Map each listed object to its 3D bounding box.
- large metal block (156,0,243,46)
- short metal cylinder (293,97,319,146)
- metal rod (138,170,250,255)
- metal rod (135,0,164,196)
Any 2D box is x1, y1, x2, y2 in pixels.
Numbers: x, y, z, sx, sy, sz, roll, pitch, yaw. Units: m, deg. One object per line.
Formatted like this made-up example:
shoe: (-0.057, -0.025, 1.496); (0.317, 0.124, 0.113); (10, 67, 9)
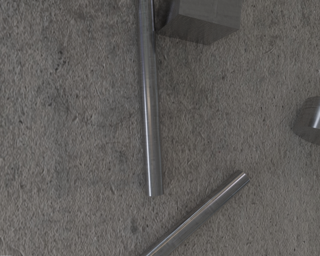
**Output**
large metal block: (0.047, -0.148, 0.397); (0.081, 0.080, 0.050); (6, 88, -20)
short metal cylinder: (0.254, -0.007, 0.474); (0.080, 0.080, 0.050); (28, 81, -18)
metal rod: (0.006, 0.157, 0.411); (0.301, 0.025, 0.025); (-37, 102, -16)
metal rod: (-0.015, -0.062, 0.403); (0.025, 0.025, 0.298); (-3, 91, -20)
